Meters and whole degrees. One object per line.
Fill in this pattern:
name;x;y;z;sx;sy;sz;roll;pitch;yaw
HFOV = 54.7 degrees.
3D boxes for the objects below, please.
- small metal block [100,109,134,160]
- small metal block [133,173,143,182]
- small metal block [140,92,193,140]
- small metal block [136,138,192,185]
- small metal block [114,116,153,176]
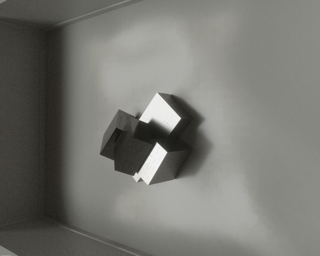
small metal block;-0.060;0.010;0.436;0.050;0.025;0.050;-55;20;26
small metal block;-0.024;0.037;0.422;0.050;0.025;0.050;50;119;28
small metal block;0.006;-0.010;0.398;0.050;0.025;0.050;50;119;28
small metal block;0.005;0.040;0.382;0.025;0.050;0.050;43;116;31
small metal block;-0.035;0.022;0.383;0.050;0.025;0.050;-59;23;23
